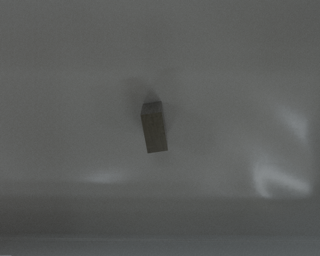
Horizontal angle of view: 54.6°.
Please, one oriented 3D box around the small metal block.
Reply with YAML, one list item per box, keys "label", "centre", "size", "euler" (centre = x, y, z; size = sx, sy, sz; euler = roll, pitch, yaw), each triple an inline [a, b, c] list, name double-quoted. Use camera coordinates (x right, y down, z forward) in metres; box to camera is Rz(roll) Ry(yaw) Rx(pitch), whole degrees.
- label: "small metal block"
  centre: [-0.006, -0.002, 0.393]
  size: [0.025, 0.050, 0.050]
  euler: [-8, 109, 3]
